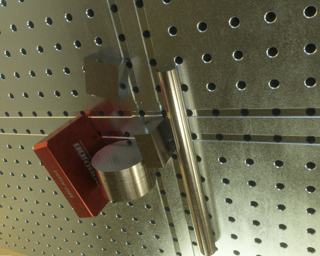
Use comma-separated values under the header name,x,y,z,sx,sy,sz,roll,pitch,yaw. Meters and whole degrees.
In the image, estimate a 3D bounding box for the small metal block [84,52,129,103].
name,x,y,z,sx,sy,sz,roll,pitch,yaw
small metal block,-0.070,-0.067,0.405,0.050,0.025,0.050,17,125,18

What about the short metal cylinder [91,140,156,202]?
name,x,y,z,sx,sy,sz,roll,pitch,yaw
short metal cylinder,-0.050,0.058,0.436,0.080,0.080,0.050,3,120,26

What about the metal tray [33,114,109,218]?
name,x,y,z,sx,sy,sz,roll,pitch,yaw
metal tray,-0.114,0.056,0.461,0.030,0.090,0.129,-16,111,34

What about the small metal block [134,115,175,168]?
name,x,y,z,sx,sy,sz,roll,pitch,yaw
small metal block,-0.004,0.018,0.407,0.025,0.050,0.050,-5,116,30

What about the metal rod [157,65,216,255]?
name,x,y,z,sx,sy,sz,roll,pitch,yaw
metal rod,0.042,0.061,0.425,0.025,0.025,0.298,0,119,28
